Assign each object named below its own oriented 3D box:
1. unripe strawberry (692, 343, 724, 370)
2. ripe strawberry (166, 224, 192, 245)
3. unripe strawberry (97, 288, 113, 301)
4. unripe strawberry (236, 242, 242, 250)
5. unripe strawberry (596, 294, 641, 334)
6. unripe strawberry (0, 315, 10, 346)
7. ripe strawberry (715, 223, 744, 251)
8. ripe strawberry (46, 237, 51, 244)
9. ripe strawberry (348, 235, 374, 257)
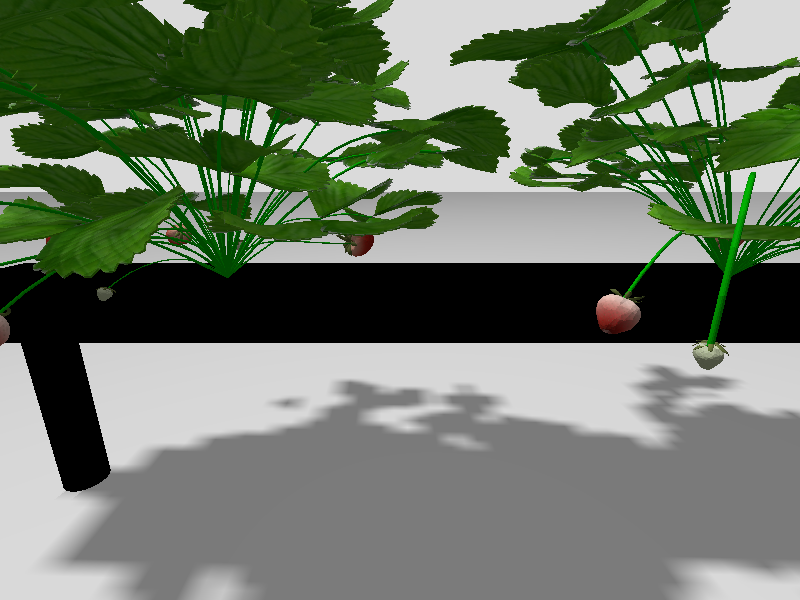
[{"bbox_3d":[0.128,0.024,0.167,0.010,0.011,0.011,14,22,38],"label":"unripe strawberry"},{"bbox_3d":[-0.290,-0.085,0.526,0.031,0.026,0.031,-12,-3,-35],"label":"ripe strawberry"},{"bbox_3d":[-0.219,-0.004,0.297,0.011,0.010,0.010,16,-9,42],"label":"unripe strawberry"},{"bbox_3d":[-0.196,-0.065,0.489,0.013,0.014,0.013,-5,36,-16],"label":"unripe strawberry"},{"bbox_3d":[0.123,0.009,0.228,0.023,0.023,0.020,20,-21,49],"label":"unripe strawberry"},{"bbox_3d":[-0.213,0.016,0.201,0.024,0.021,0.024,6,43,19],"label":"unripe strawberry"},{"bbox_3d":[0.394,-0.076,0.485,0.037,0.033,0.034,12,20,34],"label":"ripe strawberry"},{"bbox_3d":[-0.362,-0.063,0.437,0.037,0.037,0.041,6,18,22],"label":"ripe strawberry"},{"bbox_3d":[-0.044,-0.067,0.452,0.033,0.035,0.031,-14,22,-41],"label":"ripe strawberry"}]
